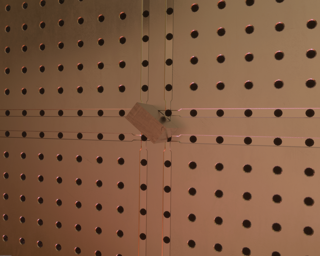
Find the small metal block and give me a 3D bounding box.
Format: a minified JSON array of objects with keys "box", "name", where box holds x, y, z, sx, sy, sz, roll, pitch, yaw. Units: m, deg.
[{"box":[-0.010,-0.006,0.402,0.050,0.050,0.025,42,103,15],"name":"small metal block"}]
